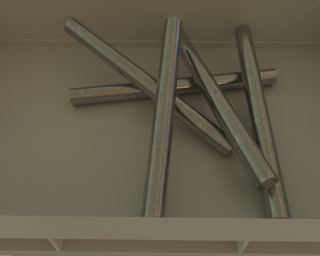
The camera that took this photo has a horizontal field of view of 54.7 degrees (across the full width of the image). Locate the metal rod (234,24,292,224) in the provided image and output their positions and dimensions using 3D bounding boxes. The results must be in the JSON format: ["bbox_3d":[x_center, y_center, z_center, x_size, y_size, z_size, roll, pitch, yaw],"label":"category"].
[{"bbox_3d":[0.128,-0.028,0.406,0.025,0.025,0.300,1,57,0],"label":"metal rod"}]

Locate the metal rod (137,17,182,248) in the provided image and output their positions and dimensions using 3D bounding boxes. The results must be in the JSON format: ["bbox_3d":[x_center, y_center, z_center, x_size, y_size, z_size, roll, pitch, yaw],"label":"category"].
[{"bbox_3d":[0.004,-0.016,0.374,0.025,0.025,0.299,5,64,4],"label":"metal rod"}]

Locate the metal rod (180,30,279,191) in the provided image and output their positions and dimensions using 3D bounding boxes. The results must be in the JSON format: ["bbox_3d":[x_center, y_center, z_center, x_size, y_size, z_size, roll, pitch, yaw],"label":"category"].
[{"bbox_3d":[0.067,-0.051,0.414,0.025,0.025,0.300,-14,52,-11],"label":"metal rod"}]

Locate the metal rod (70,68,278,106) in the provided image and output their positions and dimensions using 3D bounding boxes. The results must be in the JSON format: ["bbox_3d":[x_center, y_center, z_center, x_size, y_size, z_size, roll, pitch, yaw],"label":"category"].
[{"bbox_3d":[0.024,-0.061,0.456,0.302,0.025,0.025,-7,50,-6],"label":"metal rod"}]

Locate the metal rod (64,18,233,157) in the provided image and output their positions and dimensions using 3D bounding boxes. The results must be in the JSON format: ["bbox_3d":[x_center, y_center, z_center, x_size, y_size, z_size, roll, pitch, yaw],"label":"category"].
[{"bbox_3d":[-0.023,-0.064,0.426,0.300,0.025,0.025,39,60,16],"label":"metal rod"}]
